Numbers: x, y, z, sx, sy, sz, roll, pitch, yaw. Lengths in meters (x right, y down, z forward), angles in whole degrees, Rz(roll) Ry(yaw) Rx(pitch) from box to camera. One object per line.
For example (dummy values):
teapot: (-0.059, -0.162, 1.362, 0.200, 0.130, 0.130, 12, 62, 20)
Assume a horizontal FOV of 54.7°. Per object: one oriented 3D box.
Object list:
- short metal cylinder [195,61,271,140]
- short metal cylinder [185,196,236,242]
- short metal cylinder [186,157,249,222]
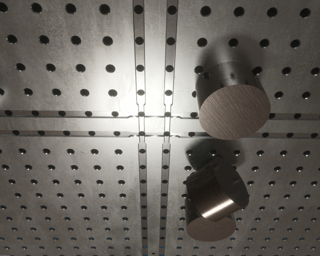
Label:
short metal cylinder: (0.084, -0.032, 0.370, 0.081, 0.050, 0.079, 0, 130, 0)
short metal cylinder: (0.083, 0.149, 0.523, 0.081, 0.050, 0.079, 0, 130, 0)
short metal cylinder: (0.084, 0.089, 0.453, 0.080, 0.080, 0.050, 36, 121, -27)
